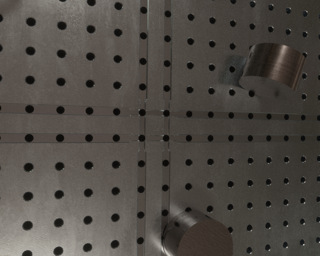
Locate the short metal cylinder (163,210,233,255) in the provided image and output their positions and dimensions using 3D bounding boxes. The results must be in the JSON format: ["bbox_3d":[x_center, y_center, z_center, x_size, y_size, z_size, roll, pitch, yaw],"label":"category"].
[{"bbox_3d":[0.051,0.157,0.420,0.081,0.050,0.079,0,90,-21],"label":"short metal cylinder"}]

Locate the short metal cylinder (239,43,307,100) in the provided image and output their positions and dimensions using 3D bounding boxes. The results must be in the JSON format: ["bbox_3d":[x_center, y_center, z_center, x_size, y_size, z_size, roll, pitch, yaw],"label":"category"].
[{"bbox_3d":[0.160,-0.079,0.444,0.080,0.080,0.050,23,82,-19],"label":"short metal cylinder"}]
